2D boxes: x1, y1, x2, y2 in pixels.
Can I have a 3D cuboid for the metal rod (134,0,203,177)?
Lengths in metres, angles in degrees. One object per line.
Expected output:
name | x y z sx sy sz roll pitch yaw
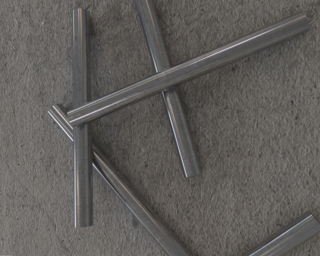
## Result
metal rod | 0.003 -0.084 0.407 0.025 0.025 0.299 -17 84 19

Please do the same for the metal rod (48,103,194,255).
metal rod | -0.056 0.078 0.428 0.300 0.025 0.025 46 104 14

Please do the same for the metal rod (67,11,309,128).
metal rod | 0.026 -0.066 0.376 0.301 0.025 0.025 -22 83 9

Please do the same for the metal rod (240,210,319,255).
metal rod | 0.067 0.198 0.385 0.299 0.025 0.025 -41 77 15

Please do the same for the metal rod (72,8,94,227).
metal rod | -0.107 -0.020 0.426 0.025 0.025 0.298 -6 80 20
